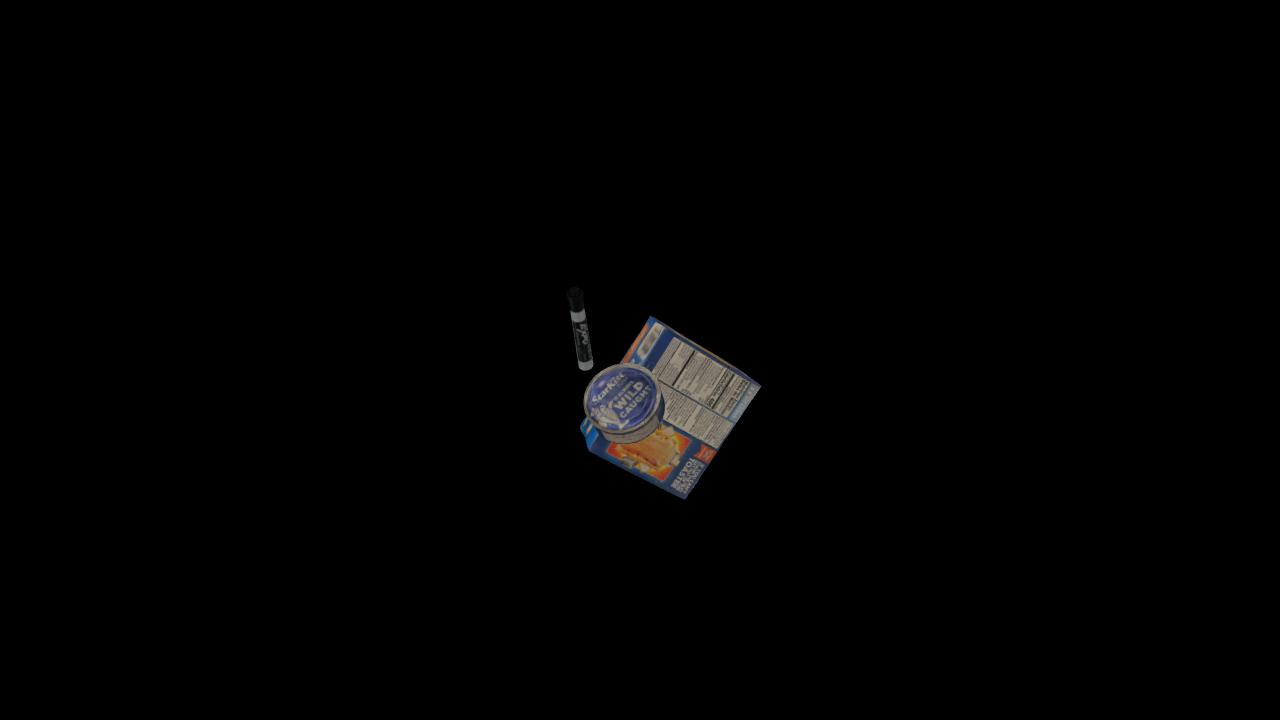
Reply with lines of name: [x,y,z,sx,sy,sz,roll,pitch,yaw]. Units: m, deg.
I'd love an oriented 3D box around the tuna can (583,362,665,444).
tuna can: [-0.016,0.047,0.659,0.084,0.084,0.034,0,-31,13]

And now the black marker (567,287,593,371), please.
black marker: [-0.070,-0.036,0.725,0.020,0.121,0.020,-2,44,2]

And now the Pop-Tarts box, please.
Pop-Tarts box: [0.033,0.056,0.740,0.141,0.167,0.083,30,8,-18]
